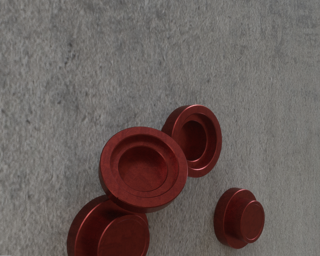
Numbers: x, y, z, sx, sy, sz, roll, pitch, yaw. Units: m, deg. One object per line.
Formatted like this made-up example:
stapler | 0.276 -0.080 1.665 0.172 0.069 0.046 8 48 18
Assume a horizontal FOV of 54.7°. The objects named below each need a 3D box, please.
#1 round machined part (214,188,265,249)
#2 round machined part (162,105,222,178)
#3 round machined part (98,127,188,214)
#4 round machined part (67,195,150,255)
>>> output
round machined part | 0.137 0.151 0.512 0.099 0.042 0.097 0 90 -40
round machined part | 0.038 0.018 0.428 0.099 0.042 0.097 0 90 -40
round machined part | -0.021 0.050 0.357 0.099 0.042 0.098 8 57 -12
round machined part | -0.051 0.128 0.353 0.099 0.042 0.097 0 90 -40
